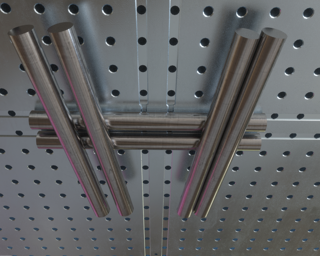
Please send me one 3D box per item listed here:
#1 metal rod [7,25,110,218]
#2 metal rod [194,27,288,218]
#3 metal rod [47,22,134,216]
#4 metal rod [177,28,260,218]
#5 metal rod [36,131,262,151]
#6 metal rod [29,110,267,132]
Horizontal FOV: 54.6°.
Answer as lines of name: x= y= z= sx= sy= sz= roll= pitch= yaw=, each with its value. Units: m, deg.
metal rod: x=-0.112 y=0.018 z=0.394 sx=0.025 sy=0.025 sz=0.299 roll=-6 pitch=130 yaw=5
metal rod: x=0.088 y=0.020 z=0.397 sx=0.025 sy=0.025 sz=0.298 roll=7 pitch=130 yaw=-6
metal rod: x=-0.075 y=0.016 z=0.392 sx=0.025 sy=0.025 sz=0.299 roll=-6 pitch=130 yaw=5
metal rod: x=0.062 y=0.020 z=0.397 sx=0.025 sy=0.025 sz=0.298 roll=7 pitch=130 yaw=-6
metal rod: x=-0.014 y=0.018 z=0.427 sx=0.302 sy=0.025 sz=0.025 roll=1 pitch=130 yaw=-1
metal rod: x=-0.014 y=-0.009 z=0.405 sx=0.302 sy=0.025 sz=0.025 roll=1 pitch=130 yaw=-1
